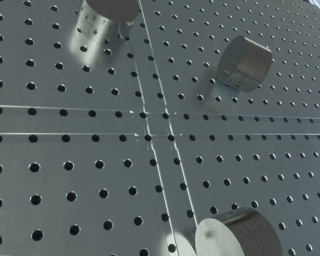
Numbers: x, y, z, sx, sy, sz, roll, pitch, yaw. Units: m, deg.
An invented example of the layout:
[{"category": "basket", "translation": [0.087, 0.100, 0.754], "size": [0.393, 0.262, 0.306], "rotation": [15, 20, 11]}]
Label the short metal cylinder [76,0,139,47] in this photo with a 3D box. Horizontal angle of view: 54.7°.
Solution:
[{"category": "short metal cylinder", "translation": [-0.077, -0.167, 0.452], "size": [0.081, 0.050, 0.080], "rotation": [13, 56, -21]}]

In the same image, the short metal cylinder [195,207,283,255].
[{"category": "short metal cylinder", "translation": [0.083, 0.132, 0.337], "size": [0.050, 0.080, 0.080], "rotation": [-7, 65, -31]}]

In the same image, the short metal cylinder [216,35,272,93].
[{"category": "short metal cylinder", "translation": [0.137, -0.104, 0.510], "size": [0.050, 0.080, 0.080], "rotation": [20, 54, -16]}]
